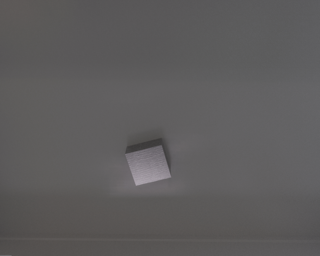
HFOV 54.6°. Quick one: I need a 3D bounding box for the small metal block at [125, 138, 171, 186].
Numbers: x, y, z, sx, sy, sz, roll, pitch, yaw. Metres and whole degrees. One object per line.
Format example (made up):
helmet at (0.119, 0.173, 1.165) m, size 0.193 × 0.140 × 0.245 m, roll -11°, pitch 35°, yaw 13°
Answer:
small metal block at (-0.015, 0.047, 0.428) m, size 0.050 × 0.025 × 0.050 m, roll -14°, pitch 110°, yaw 5°
